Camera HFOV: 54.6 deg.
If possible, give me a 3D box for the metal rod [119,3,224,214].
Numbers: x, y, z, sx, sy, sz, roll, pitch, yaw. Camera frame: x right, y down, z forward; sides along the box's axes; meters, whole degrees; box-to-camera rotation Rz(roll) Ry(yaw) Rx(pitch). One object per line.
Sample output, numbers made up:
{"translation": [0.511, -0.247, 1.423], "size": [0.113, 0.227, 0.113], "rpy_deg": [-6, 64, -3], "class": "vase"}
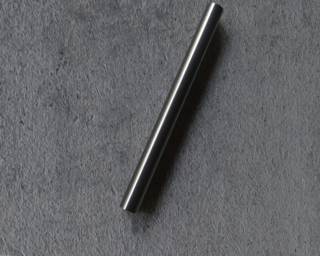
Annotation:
{"translation": [0.019, -0.032, 0.415], "size": [0.025, 0.025, 0.299], "rpy_deg": [26, 81, -18], "class": "metal rod"}
